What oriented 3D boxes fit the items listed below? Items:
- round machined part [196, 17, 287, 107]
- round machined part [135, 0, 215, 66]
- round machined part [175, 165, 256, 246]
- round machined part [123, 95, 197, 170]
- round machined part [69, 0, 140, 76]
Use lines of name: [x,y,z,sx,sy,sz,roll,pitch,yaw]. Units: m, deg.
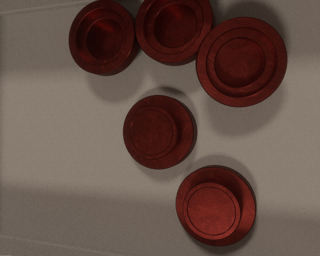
round machined part: [0.090,-0.076,0.358,0.099,0.042,0.097,1,104,4]
round machined part: [0.022,-0.127,0.393,0.098,0.042,0.097,0,90,19]
round machined part: [0.066,0.096,0.378,0.098,0.042,0.097,0,90,19]
round machined part: [-0.004,0.006,0.402,0.098,0.042,0.097,0,90,19]
round machined part: [-0.072,-0.120,0.426,0.098,0.042,0.097,0,90,19]
